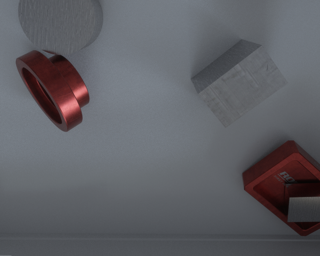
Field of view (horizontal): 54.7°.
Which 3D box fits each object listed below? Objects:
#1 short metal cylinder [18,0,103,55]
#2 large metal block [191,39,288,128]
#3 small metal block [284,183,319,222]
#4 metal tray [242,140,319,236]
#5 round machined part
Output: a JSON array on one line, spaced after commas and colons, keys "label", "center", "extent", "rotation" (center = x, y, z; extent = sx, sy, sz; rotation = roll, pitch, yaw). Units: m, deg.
[{"label": "short metal cylinder", "center": [-0.109, -0.126, 0.350], "extent": [0.081, 0.050, 0.079], "rotation": [0, 110, -1]}, {"label": "large metal block", "center": [0.087, -0.055, 0.363], "extent": [0.080, 0.080, 0.050], "rotation": [-37, 106, 12]}, {"label": "small metal block", "center": [0.201, 0.103, 0.427], "extent": [0.050, 0.025, 0.050], "rotation": [-4, 124, 11]}, {"label": "metal tray", "center": [0.193, 0.088, 0.434], "extent": [0.130, 0.030, 0.090], "rotation": [39, 117, -13]}, {"label": "round machined part", "center": [-0.120, -0.047, 0.364], "extent": [0.042, 0.098, 0.098], "rotation": [-38, 110, -25]}]
